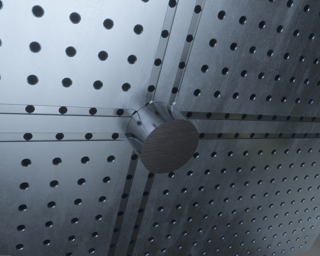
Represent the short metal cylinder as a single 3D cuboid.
[{"bbox_3d":[0.003,0.013,0.405,0.081,0.050,0.079,-14,125,-21],"label":"short metal cylinder"}]
